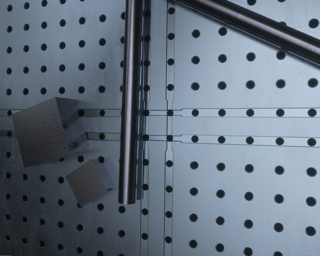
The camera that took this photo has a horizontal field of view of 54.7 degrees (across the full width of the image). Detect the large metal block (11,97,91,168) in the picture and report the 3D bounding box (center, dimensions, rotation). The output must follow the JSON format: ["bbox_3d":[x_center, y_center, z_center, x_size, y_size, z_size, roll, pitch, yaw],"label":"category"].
[{"bbox_3d":[-0.160,0.007,0.456,0.080,0.050,0.080,-18,84,19],"label":"large metal block"}]

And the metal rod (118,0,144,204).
[{"bbox_3d":[-0.039,-0.047,0.426,0.025,0.025,0.298,3,91,20],"label":"metal rod"}]

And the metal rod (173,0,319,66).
[{"bbox_3d":[0.113,-0.125,0.372,0.300,0.025,0.025,31,100,17],"label":"metal rod"}]

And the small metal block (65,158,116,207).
[{"bbox_3d":[-0.100,0.078,0.448,0.050,0.025,0.050,-33,80,17],"label":"small metal block"}]
